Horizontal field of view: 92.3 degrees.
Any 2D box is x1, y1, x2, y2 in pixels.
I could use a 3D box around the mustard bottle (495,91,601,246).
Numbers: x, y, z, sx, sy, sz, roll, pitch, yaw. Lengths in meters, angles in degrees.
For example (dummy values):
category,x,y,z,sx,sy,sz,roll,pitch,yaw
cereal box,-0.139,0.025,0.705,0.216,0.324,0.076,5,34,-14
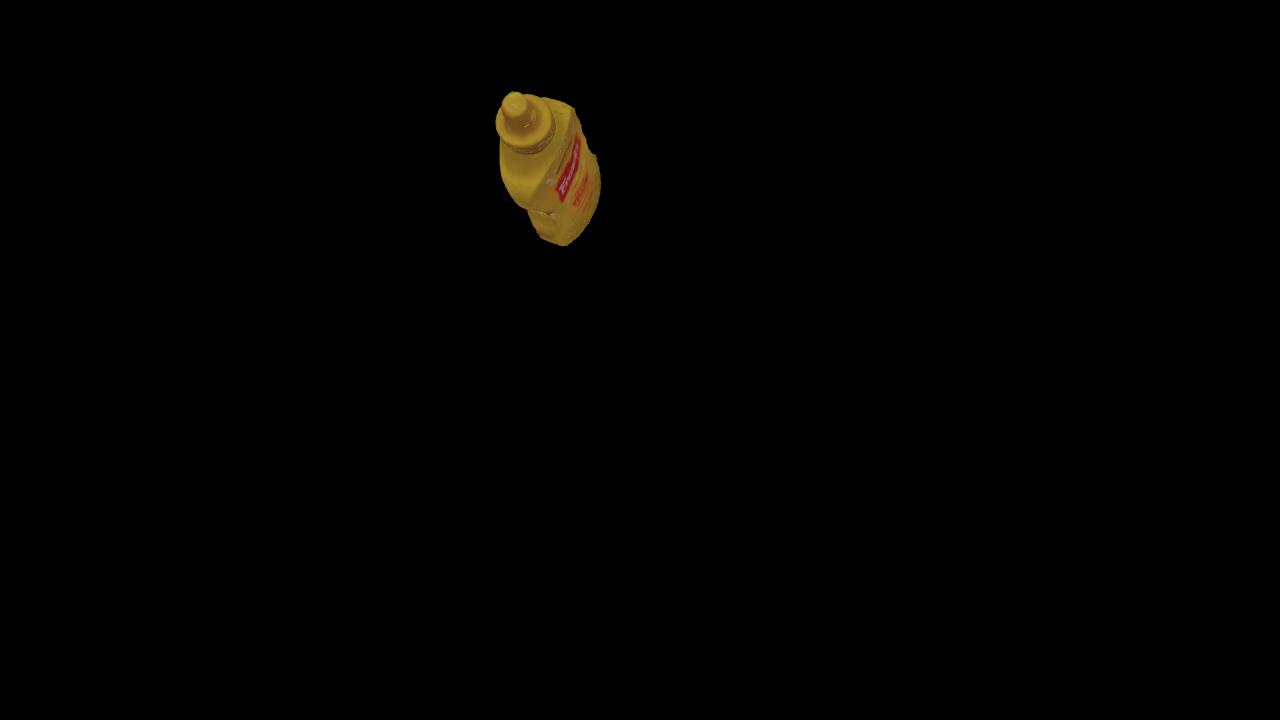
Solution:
category,x,y,z,sx,sy,sz,roll,pitch,yaw
mustard bottle,-0.078,-0.165,0.513,0.054,0.092,0.184,28,-4,9
